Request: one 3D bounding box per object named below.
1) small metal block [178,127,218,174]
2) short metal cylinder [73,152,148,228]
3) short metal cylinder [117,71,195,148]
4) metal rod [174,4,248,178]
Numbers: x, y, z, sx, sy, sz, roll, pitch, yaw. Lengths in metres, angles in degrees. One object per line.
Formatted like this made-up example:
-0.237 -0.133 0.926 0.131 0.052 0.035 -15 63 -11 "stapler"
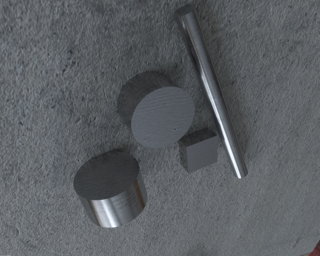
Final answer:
0.057 0.033 0.458 0.050 0.025 0.050 -20 126 -17 "small metal block"
-0.060 0.075 0.385 0.081 0.080 0.050 -23 127 -15 "short metal cylinder"
-0.006 -0.022 0.374 0.081 0.050 0.079 -14 124 -21 "short metal cylinder"
0.082 -0.027 0.435 0.025 0.025 0.299 -34 129 -6 "metal rod"
